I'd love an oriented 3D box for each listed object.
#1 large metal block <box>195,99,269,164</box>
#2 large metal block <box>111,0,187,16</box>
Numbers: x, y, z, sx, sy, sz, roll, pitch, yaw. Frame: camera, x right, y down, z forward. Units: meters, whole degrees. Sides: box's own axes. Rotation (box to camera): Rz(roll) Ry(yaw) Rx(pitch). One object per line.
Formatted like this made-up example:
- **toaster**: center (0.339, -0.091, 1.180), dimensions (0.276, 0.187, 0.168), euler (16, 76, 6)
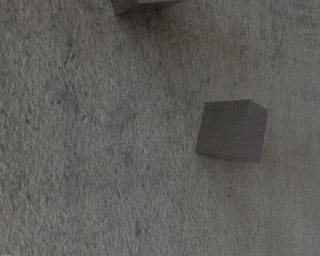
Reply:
- **large metal block**: center (0.106, 0.005, 0.461), dimensions (0.050, 0.080, 0.080), euler (21, 77, -39)
- **large metal block**: center (-0.019, -0.186, 0.374), dimensions (0.081, 0.050, 0.080), euler (-24, 105, -38)
